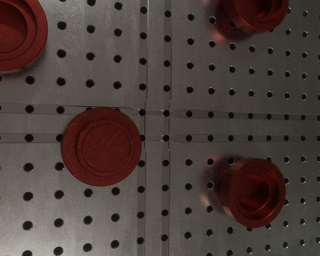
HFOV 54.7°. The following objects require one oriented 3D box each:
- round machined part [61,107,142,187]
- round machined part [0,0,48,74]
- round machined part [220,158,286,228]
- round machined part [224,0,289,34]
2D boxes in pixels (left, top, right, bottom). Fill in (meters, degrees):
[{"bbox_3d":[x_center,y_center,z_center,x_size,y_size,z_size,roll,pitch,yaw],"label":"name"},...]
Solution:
[{"bbox_3d":[-0.069,0.023,0.379,0.099,0.042,0.097,0,90,-21],"label":"round machined part"},{"bbox_3d":[-0.175,-0.108,0.339,0.099,0.042,0.097,0,90,-21],"label":"round machined part"},{"bbox_3d":[0.130,0.092,0.454,0.099,0.042,0.097,0,90,-21],"label":"round machined part"},{"bbox_3d":[0.135,-0.186,0.455,0.099,0.042,0.097,0,90,-21],"label":"round machined part"}]
